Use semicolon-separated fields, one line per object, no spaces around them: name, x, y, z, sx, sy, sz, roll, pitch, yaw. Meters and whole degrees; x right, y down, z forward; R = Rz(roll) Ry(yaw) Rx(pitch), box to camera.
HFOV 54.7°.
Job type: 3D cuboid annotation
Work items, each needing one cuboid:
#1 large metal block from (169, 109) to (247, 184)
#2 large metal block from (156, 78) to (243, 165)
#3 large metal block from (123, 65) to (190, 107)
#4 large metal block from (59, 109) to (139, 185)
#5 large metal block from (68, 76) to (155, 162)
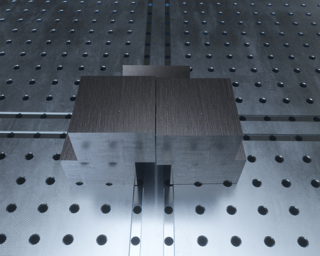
large metal block;0.052;0.020;0.375;0.081;0.050;0.080;-1;50;-1
large metal block;0.037;-0.008;0.331;0.081;0.050;0.080;0;50;-1
large metal block;-0.004;-0.056;0.411;0.081;0.050;0.080;0;8;0
large metal block;-0.066;0.020;0.374;0.081;0.050;0.080;1;50;0
large metal block;-0.045;-0.010;0.331;0.081;0.050;0.080;0;50;-1
